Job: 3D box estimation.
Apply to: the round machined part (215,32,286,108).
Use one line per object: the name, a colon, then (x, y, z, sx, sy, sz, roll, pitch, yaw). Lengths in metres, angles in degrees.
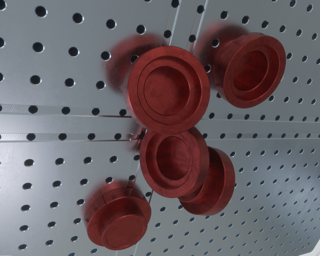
round machined part: (0.114, -0.079, 0.413, 0.099, 0.042, 0.097, -14, 124, -21)

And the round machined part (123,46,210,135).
round machined part: (0.005, -0.042, 0.360, 0.099, 0.042, 0.097, -1, 93, -21)

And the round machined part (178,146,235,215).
round machined part: (0.054, 0.072, 0.437, 0.042, 0.098, 0.098, 17, 109, -35)

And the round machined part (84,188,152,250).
round machined part: (-0.057, 0.139, 0.454, 0.099, 0.042, 0.097, -14, 124, -21)

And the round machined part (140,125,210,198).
round machined part: (0.023, 0.038, 0.403, 0.042, 0.098, 0.097, 0, 120, -50)
